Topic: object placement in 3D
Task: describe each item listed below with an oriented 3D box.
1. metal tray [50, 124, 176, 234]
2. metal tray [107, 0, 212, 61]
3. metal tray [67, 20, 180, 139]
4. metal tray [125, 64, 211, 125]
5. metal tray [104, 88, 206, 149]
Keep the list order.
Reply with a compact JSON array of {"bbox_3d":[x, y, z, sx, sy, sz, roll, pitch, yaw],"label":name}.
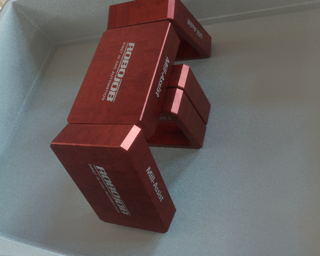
[{"bbox_3d":[-0.044,0.055,0.324,0.090,0.129,0.030,1,41,28],"label":"metal tray"},{"bbox_3d":[0.004,-0.124,0.410,0.090,0.131,0.030,1,83,28],"label":"metal tray"},{"bbox_3d":[-0.037,-0.054,0.337,0.090,0.030,0.130,1,62,28],"label":"metal tray"},{"bbox_3d":[-0.012,-0.037,0.391,0.130,0.090,0.030,1,62,28],"label":"metal tray"},{"bbox_3d":[-0.020,-0.009,0.379,0.130,0.090,0.030,1,62,28],"label":"metal tray"}]
